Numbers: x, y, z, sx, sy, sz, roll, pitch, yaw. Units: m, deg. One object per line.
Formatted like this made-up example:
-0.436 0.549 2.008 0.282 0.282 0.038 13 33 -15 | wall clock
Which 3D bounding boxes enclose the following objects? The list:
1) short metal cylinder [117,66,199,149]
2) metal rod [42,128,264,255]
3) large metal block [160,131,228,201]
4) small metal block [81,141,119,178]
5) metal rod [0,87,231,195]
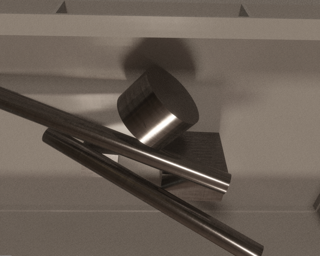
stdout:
-0.001 -0.023 0.353 0.080 0.080 0.050 35 121 -26 | short metal cylinder
-0.020 0.076 0.380 0.301 0.025 0.025 27 131 14 | metal rod
0.041 0.049 0.416 0.081 0.080 0.050 3 130 -3 | large metal block
-0.086 0.045 0.447 0.050 0.025 0.050 6 130 -6 | small metal block
-0.064 0.012 0.364 0.301 0.025 0.025 20 129 3 | metal rod
